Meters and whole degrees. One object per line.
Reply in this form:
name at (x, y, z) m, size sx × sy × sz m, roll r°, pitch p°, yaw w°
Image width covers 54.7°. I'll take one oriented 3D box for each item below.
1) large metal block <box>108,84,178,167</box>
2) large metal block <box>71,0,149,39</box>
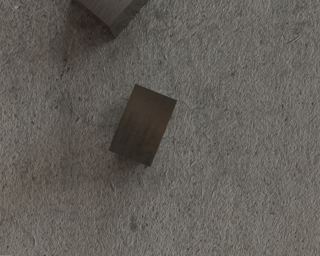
large metal block at (-0.019, -0.003, 0.382) m, size 0.050 × 0.080 × 0.080 m, roll 22°, pitch 90°, yaw 0°
large metal block at (-0.065, -0.178, 0.397) m, size 0.080 × 0.050 × 0.080 m, roll 41°, pitch 90°, yaw 0°
